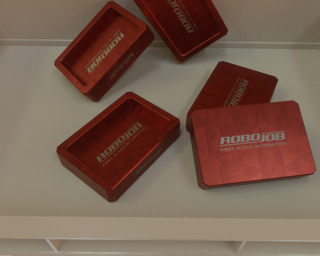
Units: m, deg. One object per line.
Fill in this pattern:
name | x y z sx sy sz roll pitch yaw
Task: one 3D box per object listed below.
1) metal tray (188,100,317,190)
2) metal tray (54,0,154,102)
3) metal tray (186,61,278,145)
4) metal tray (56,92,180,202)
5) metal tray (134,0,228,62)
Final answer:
metal tray | 0.105 0.019 0.366 0.131 0.030 0.090 -6 73 -6
metal tray | -0.083 -0.114 0.455 0.130 0.030 0.090 -48 62 1
metal tray | 0.102 -0.035 0.432 0.090 0.030 0.130 21 53 16
metal tray | -0.048 0.017 0.386 0.090 0.030 0.131 32 56 23
metal tray | 0.032 -0.173 0.462 0.090 0.130 0.030 -30 37 17
